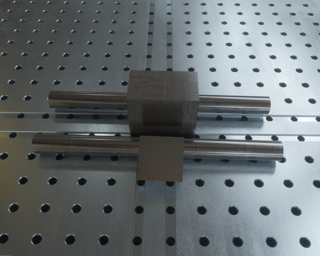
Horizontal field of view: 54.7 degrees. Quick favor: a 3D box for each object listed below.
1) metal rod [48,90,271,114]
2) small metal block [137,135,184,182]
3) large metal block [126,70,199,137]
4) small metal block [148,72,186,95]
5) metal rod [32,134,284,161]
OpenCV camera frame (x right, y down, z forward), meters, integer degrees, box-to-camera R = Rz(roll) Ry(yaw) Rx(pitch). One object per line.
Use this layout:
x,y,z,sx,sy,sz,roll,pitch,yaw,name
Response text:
-0.001,-0.036,0.432,0.302,0.025,0.025,2,50,1,metal rod
0.001,0.035,0.358,0.050,0.025,0.050,2,87,1,small metal block
0.004,-0.024,0.386,0.081,0.080,0.050,1,50,1,large metal block
0.009,-0.064,0.442,0.050,0.025,0.050,1,16,0,small metal block
-0.003,0.024,0.383,0.302,0.025,0.025,2,50,1,metal rod
